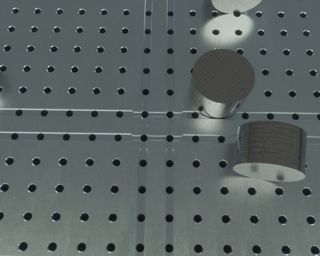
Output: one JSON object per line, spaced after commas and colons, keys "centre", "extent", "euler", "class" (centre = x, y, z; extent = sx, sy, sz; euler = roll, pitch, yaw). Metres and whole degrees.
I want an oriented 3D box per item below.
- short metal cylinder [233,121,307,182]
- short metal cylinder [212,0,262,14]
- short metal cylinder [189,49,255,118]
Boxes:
{"centre": [0.132, 0.030, 0.372], "extent": [0.080, 0.080, 0.050], "euler": [11, 71, 4], "class": "short metal cylinder"}
{"centre": [0.115, -0.219, 0.463], "extent": [0.081, 0.080, 0.050], "euler": [-2, 70, -1], "class": "short metal cylinder"}
{"centre": [0.082, -0.059, 0.420], "extent": [0.081, 0.050, 0.080], "euler": [0, 70, 0], "class": "short metal cylinder"}
